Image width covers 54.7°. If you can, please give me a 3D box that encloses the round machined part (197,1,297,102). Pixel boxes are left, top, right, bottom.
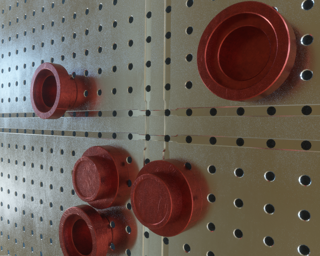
[{"bbox_3d":[0.091,-0.076,0.322,0.098,0.042,0.097,0,90,39],"label":"round machined part"}]

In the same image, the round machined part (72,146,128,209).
[{"bbox_3d":[-0.098,0.076,0.476,0.098,0.042,0.097,0,90,39],"label":"round machined part"}]

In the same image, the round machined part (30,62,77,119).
[{"bbox_3d":[-0.185,-0.064,0.547,0.098,0.042,0.097,0,90,39],"label":"round machined part"}]

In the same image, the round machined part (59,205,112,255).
[{"bbox_3d":[-0.114,0.170,0.489,0.098,0.042,0.097,1,91,39],"label":"round machined part"}]

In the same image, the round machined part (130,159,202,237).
[{"bbox_3d":[0.001,0.090,0.396,0.098,0.042,0.097,0,90,39],"label":"round machined part"}]
